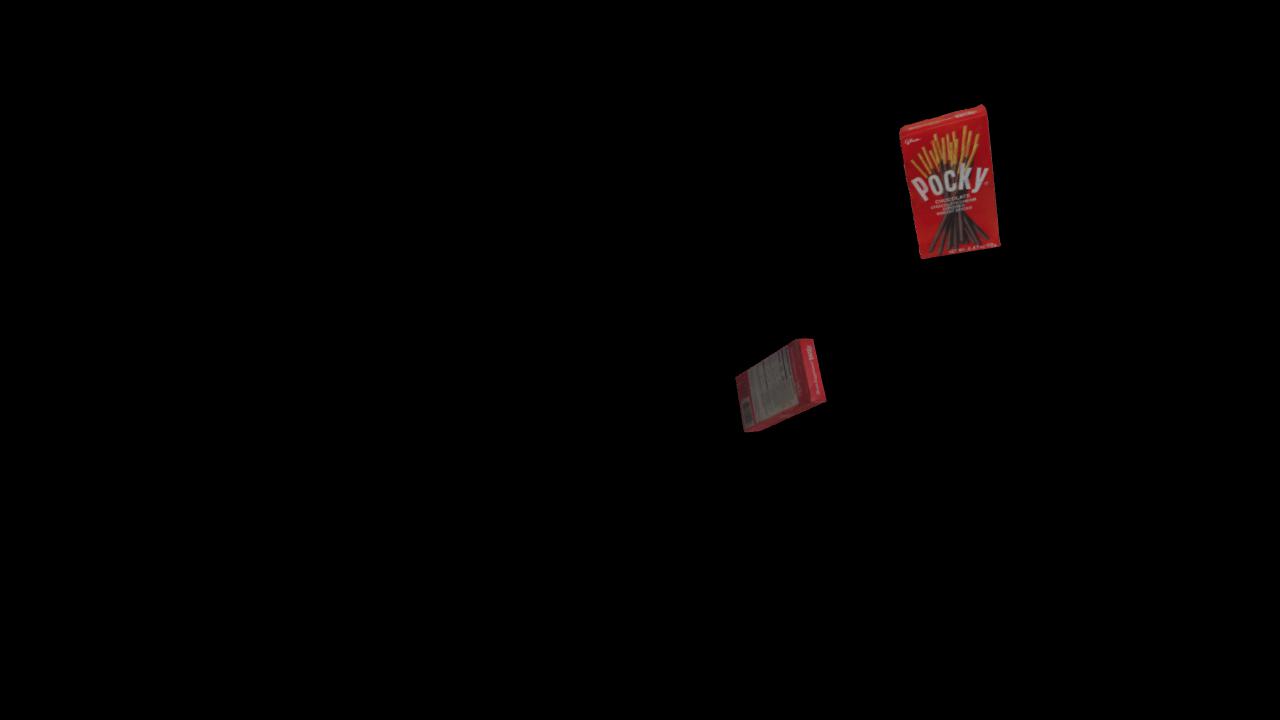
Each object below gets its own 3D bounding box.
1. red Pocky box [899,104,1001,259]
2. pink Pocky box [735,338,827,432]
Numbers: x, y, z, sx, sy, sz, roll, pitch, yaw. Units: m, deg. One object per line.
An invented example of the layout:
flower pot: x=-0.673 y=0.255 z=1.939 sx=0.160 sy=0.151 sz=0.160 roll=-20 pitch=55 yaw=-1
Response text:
red Pocky box: x=0.336 y=-0.186 z=0.665 sx=0.083 sy=0.155 sz=0.028 roll=-6 pitch=36 yaw=31
pink Pocky box: x=0.182 y=0.037 z=0.817 sx=0.029 sy=0.084 sz=0.155 roll=2 pitch=-21 yaw=-23
